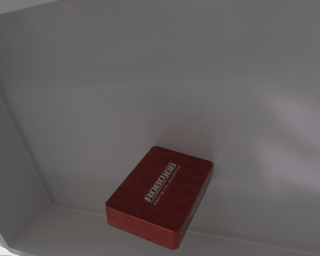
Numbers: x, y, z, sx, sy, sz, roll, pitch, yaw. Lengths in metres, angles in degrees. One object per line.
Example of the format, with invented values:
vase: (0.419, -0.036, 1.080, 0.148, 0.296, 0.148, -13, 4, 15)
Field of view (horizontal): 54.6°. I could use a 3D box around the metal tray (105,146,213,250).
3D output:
metal tray: (0.004, 0.078, 0.387, 0.090, 0.131, 0.030, 15, 124, 20)
